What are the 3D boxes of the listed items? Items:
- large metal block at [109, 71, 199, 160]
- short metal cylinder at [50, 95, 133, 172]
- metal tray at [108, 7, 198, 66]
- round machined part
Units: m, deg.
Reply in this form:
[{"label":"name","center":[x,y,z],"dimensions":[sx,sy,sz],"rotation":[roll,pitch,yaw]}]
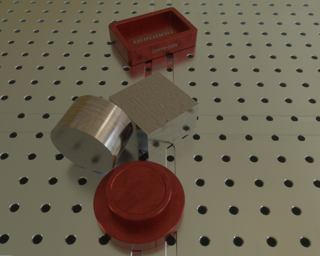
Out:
[{"label":"large metal block","center":[-0.008,-0.019,0.407],"dimensions":[0.081,0.050,0.080],"rotation":[-32,57,-24]},{"label":"short metal cylinder","center":[-0.079,0.008,0.365],"dimensions":[0.080,0.080,0.050],"rotation":[16,52,12]},{"label":"metal tray","center":[-0.012,-0.163,0.541],"dimensions":[0.131,0.030,0.090],"rotation":[-22,53,-18]},{"label":"round machined part","center":[-0.022,0.075,0.333],"dimensions":[0.099,0.042,0.098],"rotation":[0,50,0]}]
